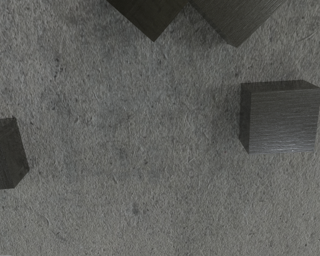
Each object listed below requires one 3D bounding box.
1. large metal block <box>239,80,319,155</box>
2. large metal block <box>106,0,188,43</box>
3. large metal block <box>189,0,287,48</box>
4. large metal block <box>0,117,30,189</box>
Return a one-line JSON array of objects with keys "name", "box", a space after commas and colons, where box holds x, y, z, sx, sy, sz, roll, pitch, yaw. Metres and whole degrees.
[{"name": "large metal block", "box": [0.148, -0.015, 0.392, 0.080, 0.050, 0.079, -3, 110, 1]}, {"name": "large metal block", "box": [-0.020, -0.141, 0.328, 0.080, 0.080, 0.050, 39, 105, -13]}, {"name": "large metal block", "box": [0.084, -0.149, 0.342, 0.080, 0.050, 0.080, 42, 105, -14]}, {"name": "large metal block", "box": [-0.230, 0.035, 0.407, 0.080, 0.050, 0.079, -5, 110, 1]}]
